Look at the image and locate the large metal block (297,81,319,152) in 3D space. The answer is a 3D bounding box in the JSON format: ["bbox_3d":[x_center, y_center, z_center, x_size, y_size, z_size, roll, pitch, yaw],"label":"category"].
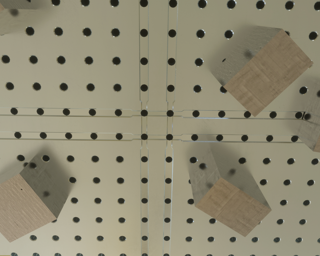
[{"bbox_3d":[0.237,-0.010,0.398,0.080,0.050,0.079,10,110,-4],"label":"large metal block"}]

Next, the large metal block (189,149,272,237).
[{"bbox_3d":[0.090,0.084,0.416,0.080,0.080,0.050,33,107,-12],"label":"large metal block"}]

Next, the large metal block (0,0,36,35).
[{"bbox_3d":[-0.193,-0.146,0.329,0.050,0.080,0.080,-33,107,11],"label":"large metal block"}]

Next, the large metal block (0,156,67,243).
[{"bbox_3d":[-0.194,0.100,0.435,0.080,0.050,0.080,-28,108,10],"label":"large metal block"}]

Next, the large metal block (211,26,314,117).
[{"bbox_3d":[0.112,-0.069,0.359,0.050,0.080,0.080,41,105,-14],"label":"large metal block"}]
